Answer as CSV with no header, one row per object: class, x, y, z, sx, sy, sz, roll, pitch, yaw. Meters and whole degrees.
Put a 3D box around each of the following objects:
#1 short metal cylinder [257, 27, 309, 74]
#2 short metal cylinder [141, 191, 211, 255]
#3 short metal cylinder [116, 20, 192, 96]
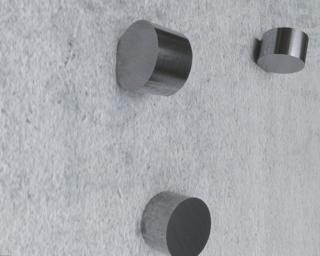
short metal cylinder,0.220,-0.137,0.557,0.080,0.080,0.050,21,77,-38
short metal cylinder,0.022,0.128,0.409,0.081,0.050,0.079,0,90,-40
short metal cylinder,-0.009,-0.080,0.363,0.050,0.080,0.080,4,87,-40
